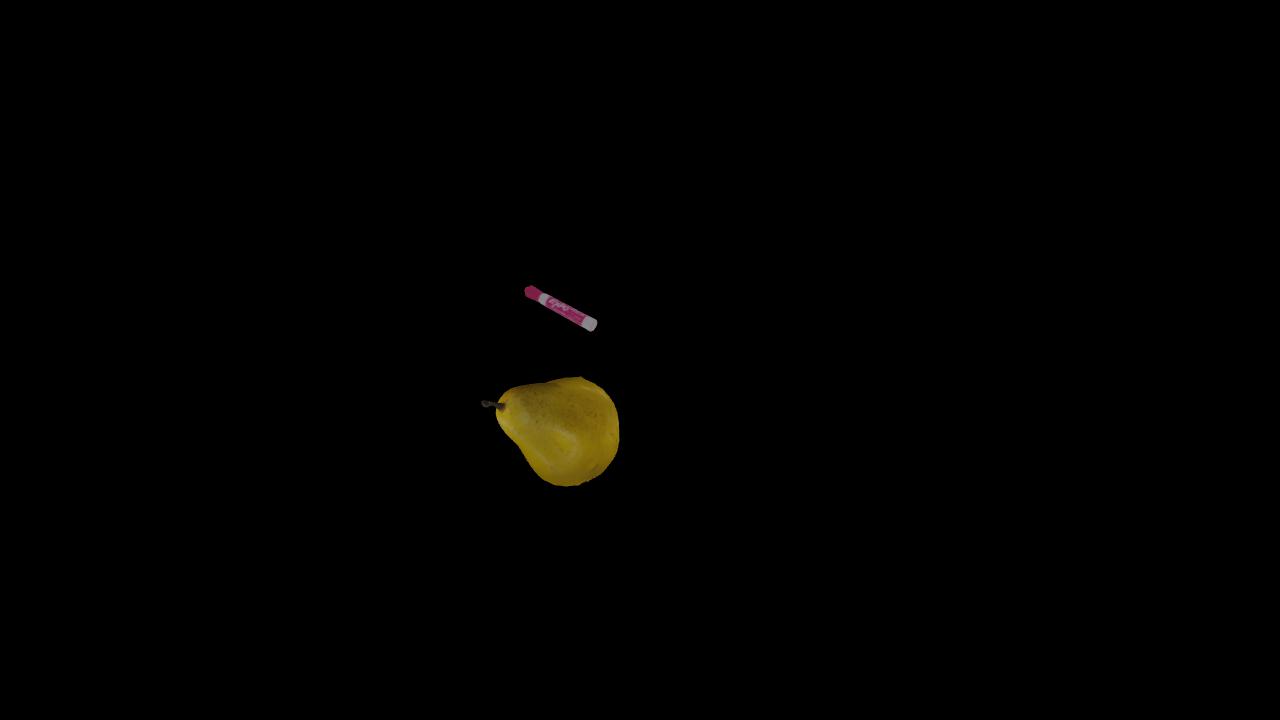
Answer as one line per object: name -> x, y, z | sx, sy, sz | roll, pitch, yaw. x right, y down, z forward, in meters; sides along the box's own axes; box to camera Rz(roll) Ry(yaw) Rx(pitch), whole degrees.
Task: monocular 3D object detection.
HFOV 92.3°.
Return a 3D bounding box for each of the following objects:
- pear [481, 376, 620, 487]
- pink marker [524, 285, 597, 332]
pear -> -0.069, 0.041, 0.434 | 0.111, 0.080, 0.080 | 35, -22, -36
pink marker -> -0.116, -0.076, 0.883 | 0.121, 0.020, 0.020 | 29, 9, 16
